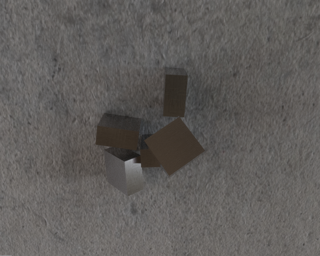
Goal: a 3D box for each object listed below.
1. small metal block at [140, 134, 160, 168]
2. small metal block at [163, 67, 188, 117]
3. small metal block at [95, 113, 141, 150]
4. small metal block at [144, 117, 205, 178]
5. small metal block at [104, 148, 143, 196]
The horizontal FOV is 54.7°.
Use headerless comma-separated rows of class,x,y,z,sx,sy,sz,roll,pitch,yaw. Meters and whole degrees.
small metal block,0.001,0.029,0.407,0.050,0.050,0.025,-2,110,0
small metal block,0.017,-0.045,0.380,0.025,0.050,0.050,3,110,-1
small metal block,-0.052,0.004,0.397,0.050,0.050,0.025,8,110,-4
small metal block,0.017,0.023,0.367,0.050,0.025,0.050,-34,77,-9
small metal block,-0.049,0.055,0.414,0.025,0.050,0.050,-18,116,-36
